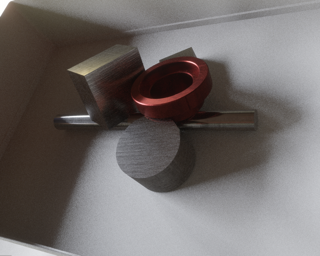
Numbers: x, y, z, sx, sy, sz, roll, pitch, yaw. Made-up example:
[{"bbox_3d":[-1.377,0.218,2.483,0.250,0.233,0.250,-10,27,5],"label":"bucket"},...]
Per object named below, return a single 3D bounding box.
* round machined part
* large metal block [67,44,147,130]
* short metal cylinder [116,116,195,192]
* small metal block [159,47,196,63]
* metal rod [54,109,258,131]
[{"bbox_3d":[0.017,-0.044,0.385,0.098,0.042,0.098,-15,39,12],"label":"round machined part"},{"bbox_3d":[-0.063,-0.057,0.416,0.080,0.080,0.050,-36,36,-25],"label":"large metal block"},{"bbox_3d":[-0.004,0.030,0.369,0.080,0.050,0.080,-13,56,20],"label":"short metal cylinder"},{"bbox_3d":[0.029,-0.080,0.437,0.050,0.025,0.050,-19,54,16],"label":"small metal block"},{"bbox_3d":[-0.025,-0.009,0.419,0.300,0.025,0.025,0,62,27],"label":"metal rod"}]
